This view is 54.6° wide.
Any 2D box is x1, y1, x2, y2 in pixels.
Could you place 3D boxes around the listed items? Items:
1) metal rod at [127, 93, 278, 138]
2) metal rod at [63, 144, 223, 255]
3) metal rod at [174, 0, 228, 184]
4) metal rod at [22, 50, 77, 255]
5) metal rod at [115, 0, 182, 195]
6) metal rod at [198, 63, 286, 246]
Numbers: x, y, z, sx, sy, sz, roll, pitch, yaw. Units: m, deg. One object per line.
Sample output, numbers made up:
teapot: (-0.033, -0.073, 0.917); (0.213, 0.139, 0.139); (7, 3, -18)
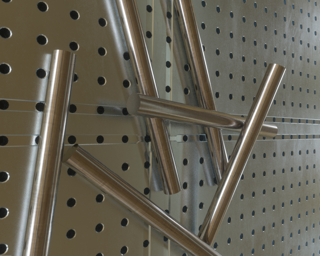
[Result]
metal rod: (0.082, -0.011, 0.442); (0.302, 0.025, 0.025); (8, 85, -42)
metal rod: (0.004, 0.120, 0.392); (0.300, 0.025, 0.025); (43, 64, -25)
metal rod: (0.067, -0.050, 0.463); (0.025, 0.025, 0.299); (-25, 106, -37)
metal rod: (-0.116, 0.070, 0.310); (0.025, 0.025, 0.299); (11, 83, -39)
metal rod: (-0.018, -0.057, 0.392); (0.025, 0.025, 0.298); (-23, 105, -38)
metal rod: (0.115, 0.049, 0.455); (0.025, 0.025, 0.299); (22, 91, -38)
